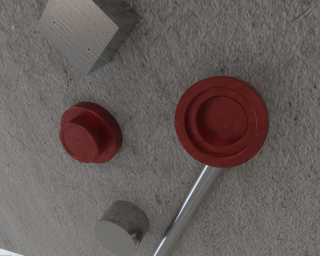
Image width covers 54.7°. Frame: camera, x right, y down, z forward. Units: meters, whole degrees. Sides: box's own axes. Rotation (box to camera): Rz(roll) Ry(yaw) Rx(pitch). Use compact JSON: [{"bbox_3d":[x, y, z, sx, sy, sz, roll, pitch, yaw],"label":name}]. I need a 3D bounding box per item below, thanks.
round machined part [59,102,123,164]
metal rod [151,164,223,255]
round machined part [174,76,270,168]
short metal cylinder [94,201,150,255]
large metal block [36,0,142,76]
[{"bbox_3d":[-0.109,0.013,0.462,0.098,0.042,0.097,13,124,21],"label":"round machined part"},{"bbox_3d":[0.037,0.130,0.467,0.025,0.025,0.298,29,128,9],"label":"metal rod"},{"bbox_3d":[0.069,-0.009,0.342,0.098,0.042,0.097,5,103,22],"label":"round machined part"},{"bbox_3d":[-0.065,0.172,0.532,0.080,0.050,0.079,13,124,21],"label":"short metal cylinder"},{"bbox_3d":[-0.083,-0.122,0.359,0.080,0.050,0.080,45,129,-3],"label":"large metal block"}]
